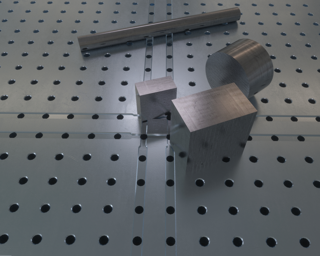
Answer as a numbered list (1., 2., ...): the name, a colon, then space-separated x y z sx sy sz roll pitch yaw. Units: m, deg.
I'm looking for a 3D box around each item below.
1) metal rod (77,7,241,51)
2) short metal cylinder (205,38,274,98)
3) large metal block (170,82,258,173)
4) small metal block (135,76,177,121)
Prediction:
1. metal rod: 0.005 -0.180 0.559 0.302 0.025 0.025 -15 52 -12
2. short metal cylinder: 0.111 -0.079 0.440 0.050 0.080 0.080 -32 57 -24
3. large metal block: 0.059 0.001 0.372 0.081 0.080 0.050 -17 52 -14
4. small metal block: -0.006 -0.040 0.425 0.050 0.050 0.025 -14 52 -11
